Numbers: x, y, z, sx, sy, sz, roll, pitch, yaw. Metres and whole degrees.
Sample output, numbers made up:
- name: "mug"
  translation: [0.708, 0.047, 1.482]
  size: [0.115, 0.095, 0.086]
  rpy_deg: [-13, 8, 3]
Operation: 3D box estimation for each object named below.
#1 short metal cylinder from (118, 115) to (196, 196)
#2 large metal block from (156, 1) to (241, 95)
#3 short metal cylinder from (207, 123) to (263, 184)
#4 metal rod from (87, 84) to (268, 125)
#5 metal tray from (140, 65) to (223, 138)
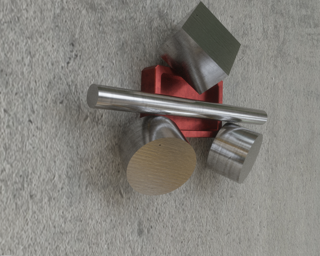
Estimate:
- name: "short metal cylinder"
  translation: [-0.005, 0.032, 0.362]
  size: [0.081, 0.050, 0.079]
  rpy_deg: [-9, 123, -15]
- name: "large metal block"
  translation: [0.053, -0.105, 0.406]
  size: [0.080, 0.050, 0.080]
  rpy_deg: [42, 47, -14]
- name: "short metal cylinder"
  translation: [0.113, 0.036, 0.463]
  size: [0.080, 0.050, 0.079]
  rpy_deg: [-41, 144, -39]
- name: "metal rod"
  translation: [0.048, -0.025, 0.407]
  size: [0.302, 0.025, 0.025]
  rpy_deg: [4, 88, -40]
- name: "metal tray"
  translation: [0.034, -0.032, 0.431]
  size: [0.131, 0.030, 0.089]
  rpy_deg: [2, 89, -40]
